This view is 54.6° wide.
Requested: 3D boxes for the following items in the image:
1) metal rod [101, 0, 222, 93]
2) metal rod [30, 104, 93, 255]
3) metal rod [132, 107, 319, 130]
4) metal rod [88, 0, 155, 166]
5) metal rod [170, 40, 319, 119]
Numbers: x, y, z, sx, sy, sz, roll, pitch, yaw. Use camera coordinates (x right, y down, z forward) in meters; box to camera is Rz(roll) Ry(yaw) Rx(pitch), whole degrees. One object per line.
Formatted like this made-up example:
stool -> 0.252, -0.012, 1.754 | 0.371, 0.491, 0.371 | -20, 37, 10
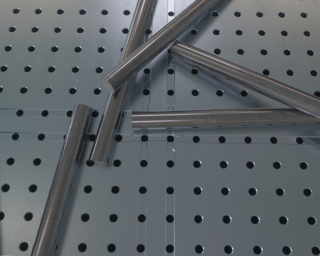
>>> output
metal rod -> 0.032, -0.154, 0.453 | 0.025, 0.025, 0.301 | 40, 69, 13
metal rod -> -0.129, 0.111, 0.370 | 0.025, 0.025, 0.299 | 9, 70, 3
metal rod -> 0.114, -0.014, 0.417 | 0.302, 0.025, 0.025 | -2, 70, -1
metal rod -> -0.046, -0.093, 0.445 | 0.025, 0.025, 0.299 | 12, 70, 4
metal rod -> 0.149, -0.052, 0.411 | 0.300, 0.025, 0.025 | 27, 72, 17
